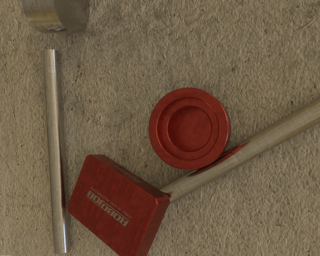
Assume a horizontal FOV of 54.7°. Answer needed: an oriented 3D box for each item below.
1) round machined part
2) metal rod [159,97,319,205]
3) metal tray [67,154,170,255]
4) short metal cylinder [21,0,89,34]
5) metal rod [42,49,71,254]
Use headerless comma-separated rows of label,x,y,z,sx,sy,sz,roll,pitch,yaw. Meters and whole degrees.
round machined part,0.039,0.001,0.385,0.098,0.042,0.097,-1,88,21
metal rod,0.111,0.023,0.369,0.300,0.025,0.025,-33,80,17
metal tray,-0.059,0.102,0.412,0.130,0.030,0.090,27,99,31
short metal cylinder,-0.142,-0.173,0.430,0.050,0.080,0.079,5,92,20
metal rod,-0.155,0.033,0.463,0.025,0.025,0.298,-4,89,20
